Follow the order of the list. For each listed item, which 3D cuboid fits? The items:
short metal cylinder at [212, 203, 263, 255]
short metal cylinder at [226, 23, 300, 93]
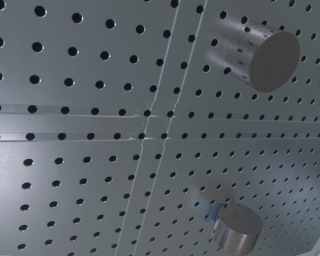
[{"bbox_3d":[0.140,0.183,0.566,0.081,0.080,0.050,-2,120,-27],"label":"short metal cylinder"},{"bbox_3d":[0.136,-0.093,0.411,0.081,0.050,0.079,-14,124,-21],"label":"short metal cylinder"}]
